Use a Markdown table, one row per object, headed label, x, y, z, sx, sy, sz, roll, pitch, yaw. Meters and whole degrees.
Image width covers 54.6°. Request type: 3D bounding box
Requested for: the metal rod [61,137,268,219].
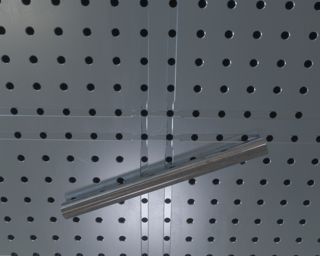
| label | x | y | z | sx | sy | sz | roll | pitch | yaw |
| --- | --- | --- | --- | --- | --- | --- | --- | --- | --- |
| metal rod | 0.002 | 0.073 | 0.440 | 0.301 | 0.025 | 0.025 | -19 | 109 | 7 |
